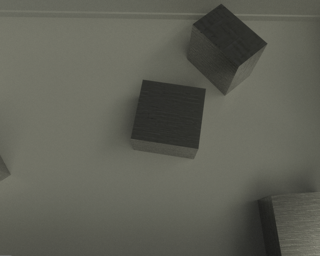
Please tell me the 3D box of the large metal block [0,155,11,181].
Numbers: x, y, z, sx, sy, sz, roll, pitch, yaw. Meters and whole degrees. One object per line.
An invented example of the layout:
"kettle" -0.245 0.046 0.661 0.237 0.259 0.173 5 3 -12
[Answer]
"large metal block" -0.239 0.049 0.360 0.080 0.080 0.050 -33 74 -11

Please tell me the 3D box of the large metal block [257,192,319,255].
"large metal block" 0.166 0.118 0.355 0.081 0.050 0.080 -3 70 -2

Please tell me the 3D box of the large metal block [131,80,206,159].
"large metal block" 0.012 -0.010 0.400 0.080 0.050 0.080 9 70 3

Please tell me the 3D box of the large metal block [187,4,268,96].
"large metal block" 0.086 -0.103 0.419 0.050 0.080 0.080 -39 75 -13
